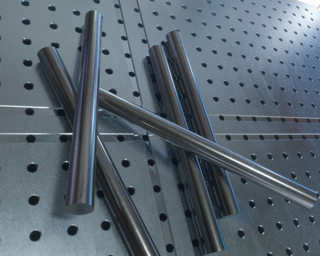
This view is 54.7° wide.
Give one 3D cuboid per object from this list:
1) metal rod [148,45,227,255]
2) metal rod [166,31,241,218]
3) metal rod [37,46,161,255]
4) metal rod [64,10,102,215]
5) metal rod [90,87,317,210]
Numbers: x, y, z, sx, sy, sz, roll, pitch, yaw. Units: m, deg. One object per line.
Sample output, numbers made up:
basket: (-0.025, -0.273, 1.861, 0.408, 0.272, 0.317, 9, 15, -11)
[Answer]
metal rod: (0.030, 0.011, 0.418, 0.025, 0.025, 0.299, -1, 62, -29)
metal rod: (0.056, -0.021, 0.453, 0.025, 0.025, 0.299, 0, 62, -29)
metal rod: (-0.071, 0.032, 0.351, 0.025, 0.025, 0.299, -19, 72, -35)
metal rod: (-0.084, -0.046, 0.363, 0.025, 0.025, 0.300, 12, 48, -22)
metal rod: (0.051, 0.024, 0.387, 0.301, 0.025, 0.025, 26, 52, 1)
